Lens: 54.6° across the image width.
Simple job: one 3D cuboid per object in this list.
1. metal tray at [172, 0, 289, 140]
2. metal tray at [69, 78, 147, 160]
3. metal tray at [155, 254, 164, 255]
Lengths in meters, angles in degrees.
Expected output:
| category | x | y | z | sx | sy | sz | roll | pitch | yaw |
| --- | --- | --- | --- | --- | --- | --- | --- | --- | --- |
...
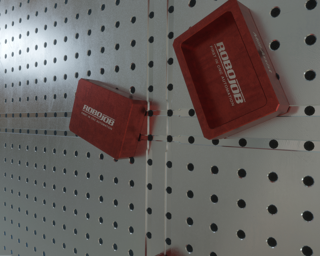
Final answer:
| category | x | y | z | sx | sy | sz | roll | pitch | yaw |
| --- | --- | --- | --- | --- | --- | --- | --- | --- | --- |
| metal tray | 0.073 | -0.062 | 0.345 | 0.090 | 0.030 | 0.130 | -27 | 73 | 36 |
| metal tray | -0.085 | -0.017 | 0.477 | 0.130 | 0.030 | 0.089 | 25 | 106 | 37 |
| metal tray | 0.017 | 0.240 | 0.393 | 0.130 | 0.030 | 0.089 | 37 | 113 | 34 |
